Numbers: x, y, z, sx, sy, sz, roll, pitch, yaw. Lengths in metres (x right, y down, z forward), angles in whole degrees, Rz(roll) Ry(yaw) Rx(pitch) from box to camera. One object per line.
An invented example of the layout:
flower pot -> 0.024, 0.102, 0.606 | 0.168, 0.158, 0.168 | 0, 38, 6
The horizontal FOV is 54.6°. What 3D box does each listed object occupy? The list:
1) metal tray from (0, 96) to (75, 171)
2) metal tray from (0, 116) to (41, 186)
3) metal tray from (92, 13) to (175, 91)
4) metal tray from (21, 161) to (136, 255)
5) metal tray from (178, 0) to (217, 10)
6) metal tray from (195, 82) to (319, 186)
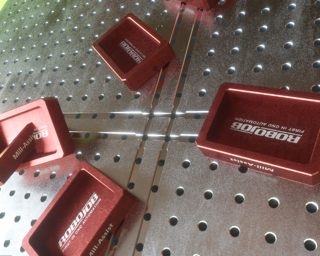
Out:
metal tray -> -0.204, 0.014, 0.472 | 0.130, 0.030, 0.090 | -17, 95, 18
metal tray -> -0.235, 0.023, 0.490 | 0.090, 0.030, 0.130 | 5, 52, 41
metal tray -> -0.047, -0.128, 0.509 | 0.090, 0.030, 0.130 | -41, 51, 0
metal tray -> -0.102, 0.116, 0.388 | 0.090, 0.030, 0.130 | 27, 76, 37
metal tray -> 0.062, -0.259, 0.532 | 0.090, 0.030, 0.130 | -47, 51, -5
metal tray -> 0.116, 0.001, 0.344 | 0.130, 0.030, 0.090 | 14, 69, 33
